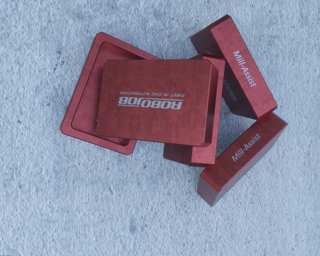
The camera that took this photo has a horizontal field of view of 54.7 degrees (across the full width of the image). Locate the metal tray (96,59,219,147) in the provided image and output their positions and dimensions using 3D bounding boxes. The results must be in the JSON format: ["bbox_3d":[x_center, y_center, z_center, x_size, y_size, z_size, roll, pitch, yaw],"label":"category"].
[{"bbox_3d":[-0.005,-0.029,0.349,0.130,0.030,0.089,5,88,24],"label":"metal tray"}]

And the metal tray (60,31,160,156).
[{"bbox_3d":[-0.059,-0.041,0.387,0.091,0.030,0.129,21,83,-19],"label":"metal tray"}]

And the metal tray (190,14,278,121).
[{"bbox_3d":[0.094,-0.076,0.409,0.030,0.090,0.130,-32,101,-3],"label":"metal tray"}]

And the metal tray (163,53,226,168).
[{"bbox_3d":[0.040,-0.020,0.392,0.030,0.090,0.129,7,88,-20],"label":"metal tray"}]

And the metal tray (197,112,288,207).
[{"bbox_3d":[0.107,0.043,0.417,0.130,0.090,0.030,-40,68,-15],"label":"metal tray"}]
